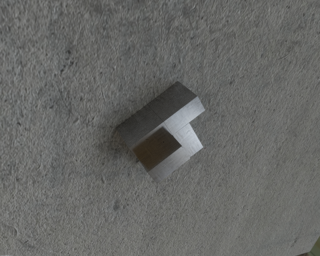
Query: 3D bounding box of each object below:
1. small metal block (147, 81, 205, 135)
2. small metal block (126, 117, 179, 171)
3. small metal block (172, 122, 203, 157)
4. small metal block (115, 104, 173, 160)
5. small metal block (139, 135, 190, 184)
[{"bbox_3d":[0.019,-0.026,0.387,0.050,0.050,0.025,-37,130,-4],"label":"small metal block"},{"bbox_3d":[-0.009,0.022,0.418,0.050,0.025,0.050,-37,130,-4],"label":"small metal block"},{"bbox_3d":[0.026,0.005,0.411,0.025,0.050,0.050,-37,130,-4],"label":"small metal block"},{"bbox_3d":[-0.021,0.004,0.384,0.050,0.050,0.025,-37,130,-4],"label":"small metal block"},{"bbox_3d":[0.000,0.032,0.381,0.050,0.050,0.025,-37,130,-4],"label":"small metal block"}]
